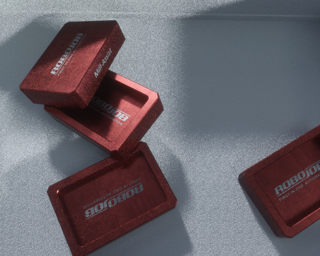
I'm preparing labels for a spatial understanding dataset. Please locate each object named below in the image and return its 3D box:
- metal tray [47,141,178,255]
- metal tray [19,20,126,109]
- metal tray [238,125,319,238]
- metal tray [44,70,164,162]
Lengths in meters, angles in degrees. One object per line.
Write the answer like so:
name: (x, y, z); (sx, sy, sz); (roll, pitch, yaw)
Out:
metal tray: (-0.056, 0.084, 0.375); (0.131, 0.030, 0.090); (-26, 72, -10)
metal tray: (-0.112, -0.088, 0.410); (0.090, 0.030, 0.130); (7, 58, 25)
metal tray: (0.177, 0.064, 0.385); (0.131, 0.030, 0.090); (-29, 73, -11)
metal tray: (-0.073, -0.026, 0.396); (0.130, 0.030, 0.090); (28, 71, 26)
